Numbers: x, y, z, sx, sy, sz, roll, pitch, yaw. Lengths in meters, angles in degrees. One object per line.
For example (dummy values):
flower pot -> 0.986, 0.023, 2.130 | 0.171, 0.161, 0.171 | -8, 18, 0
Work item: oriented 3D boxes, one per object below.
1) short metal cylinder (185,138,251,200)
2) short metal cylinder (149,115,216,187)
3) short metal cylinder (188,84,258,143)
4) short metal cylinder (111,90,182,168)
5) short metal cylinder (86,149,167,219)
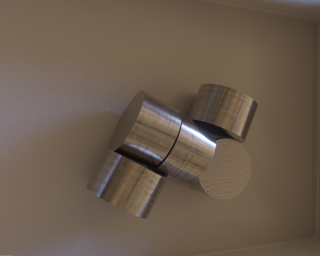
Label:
short metal cylinder -> 0.076, 0.053, 0.425 | 0.081, 0.050, 0.079 | 0, 90, -21
short metal cylinder -> 0.025, 0.027, 0.391 | 0.050, 0.080, 0.080 | 28, 81, -18
short metal cylinder -> 0.082, -0.018, 0.411 | 0.080, 0.080, 0.050 | 24, 82, -19
short metal cylinder -> -0.018, 0.002, 0.374 | 0.050, 0.080, 0.080 | 27, 81, -18
short metal cylinder -> -0.039, 0.065, 0.366 | 0.080, 0.080, 0.050 | 31, 80, -18
